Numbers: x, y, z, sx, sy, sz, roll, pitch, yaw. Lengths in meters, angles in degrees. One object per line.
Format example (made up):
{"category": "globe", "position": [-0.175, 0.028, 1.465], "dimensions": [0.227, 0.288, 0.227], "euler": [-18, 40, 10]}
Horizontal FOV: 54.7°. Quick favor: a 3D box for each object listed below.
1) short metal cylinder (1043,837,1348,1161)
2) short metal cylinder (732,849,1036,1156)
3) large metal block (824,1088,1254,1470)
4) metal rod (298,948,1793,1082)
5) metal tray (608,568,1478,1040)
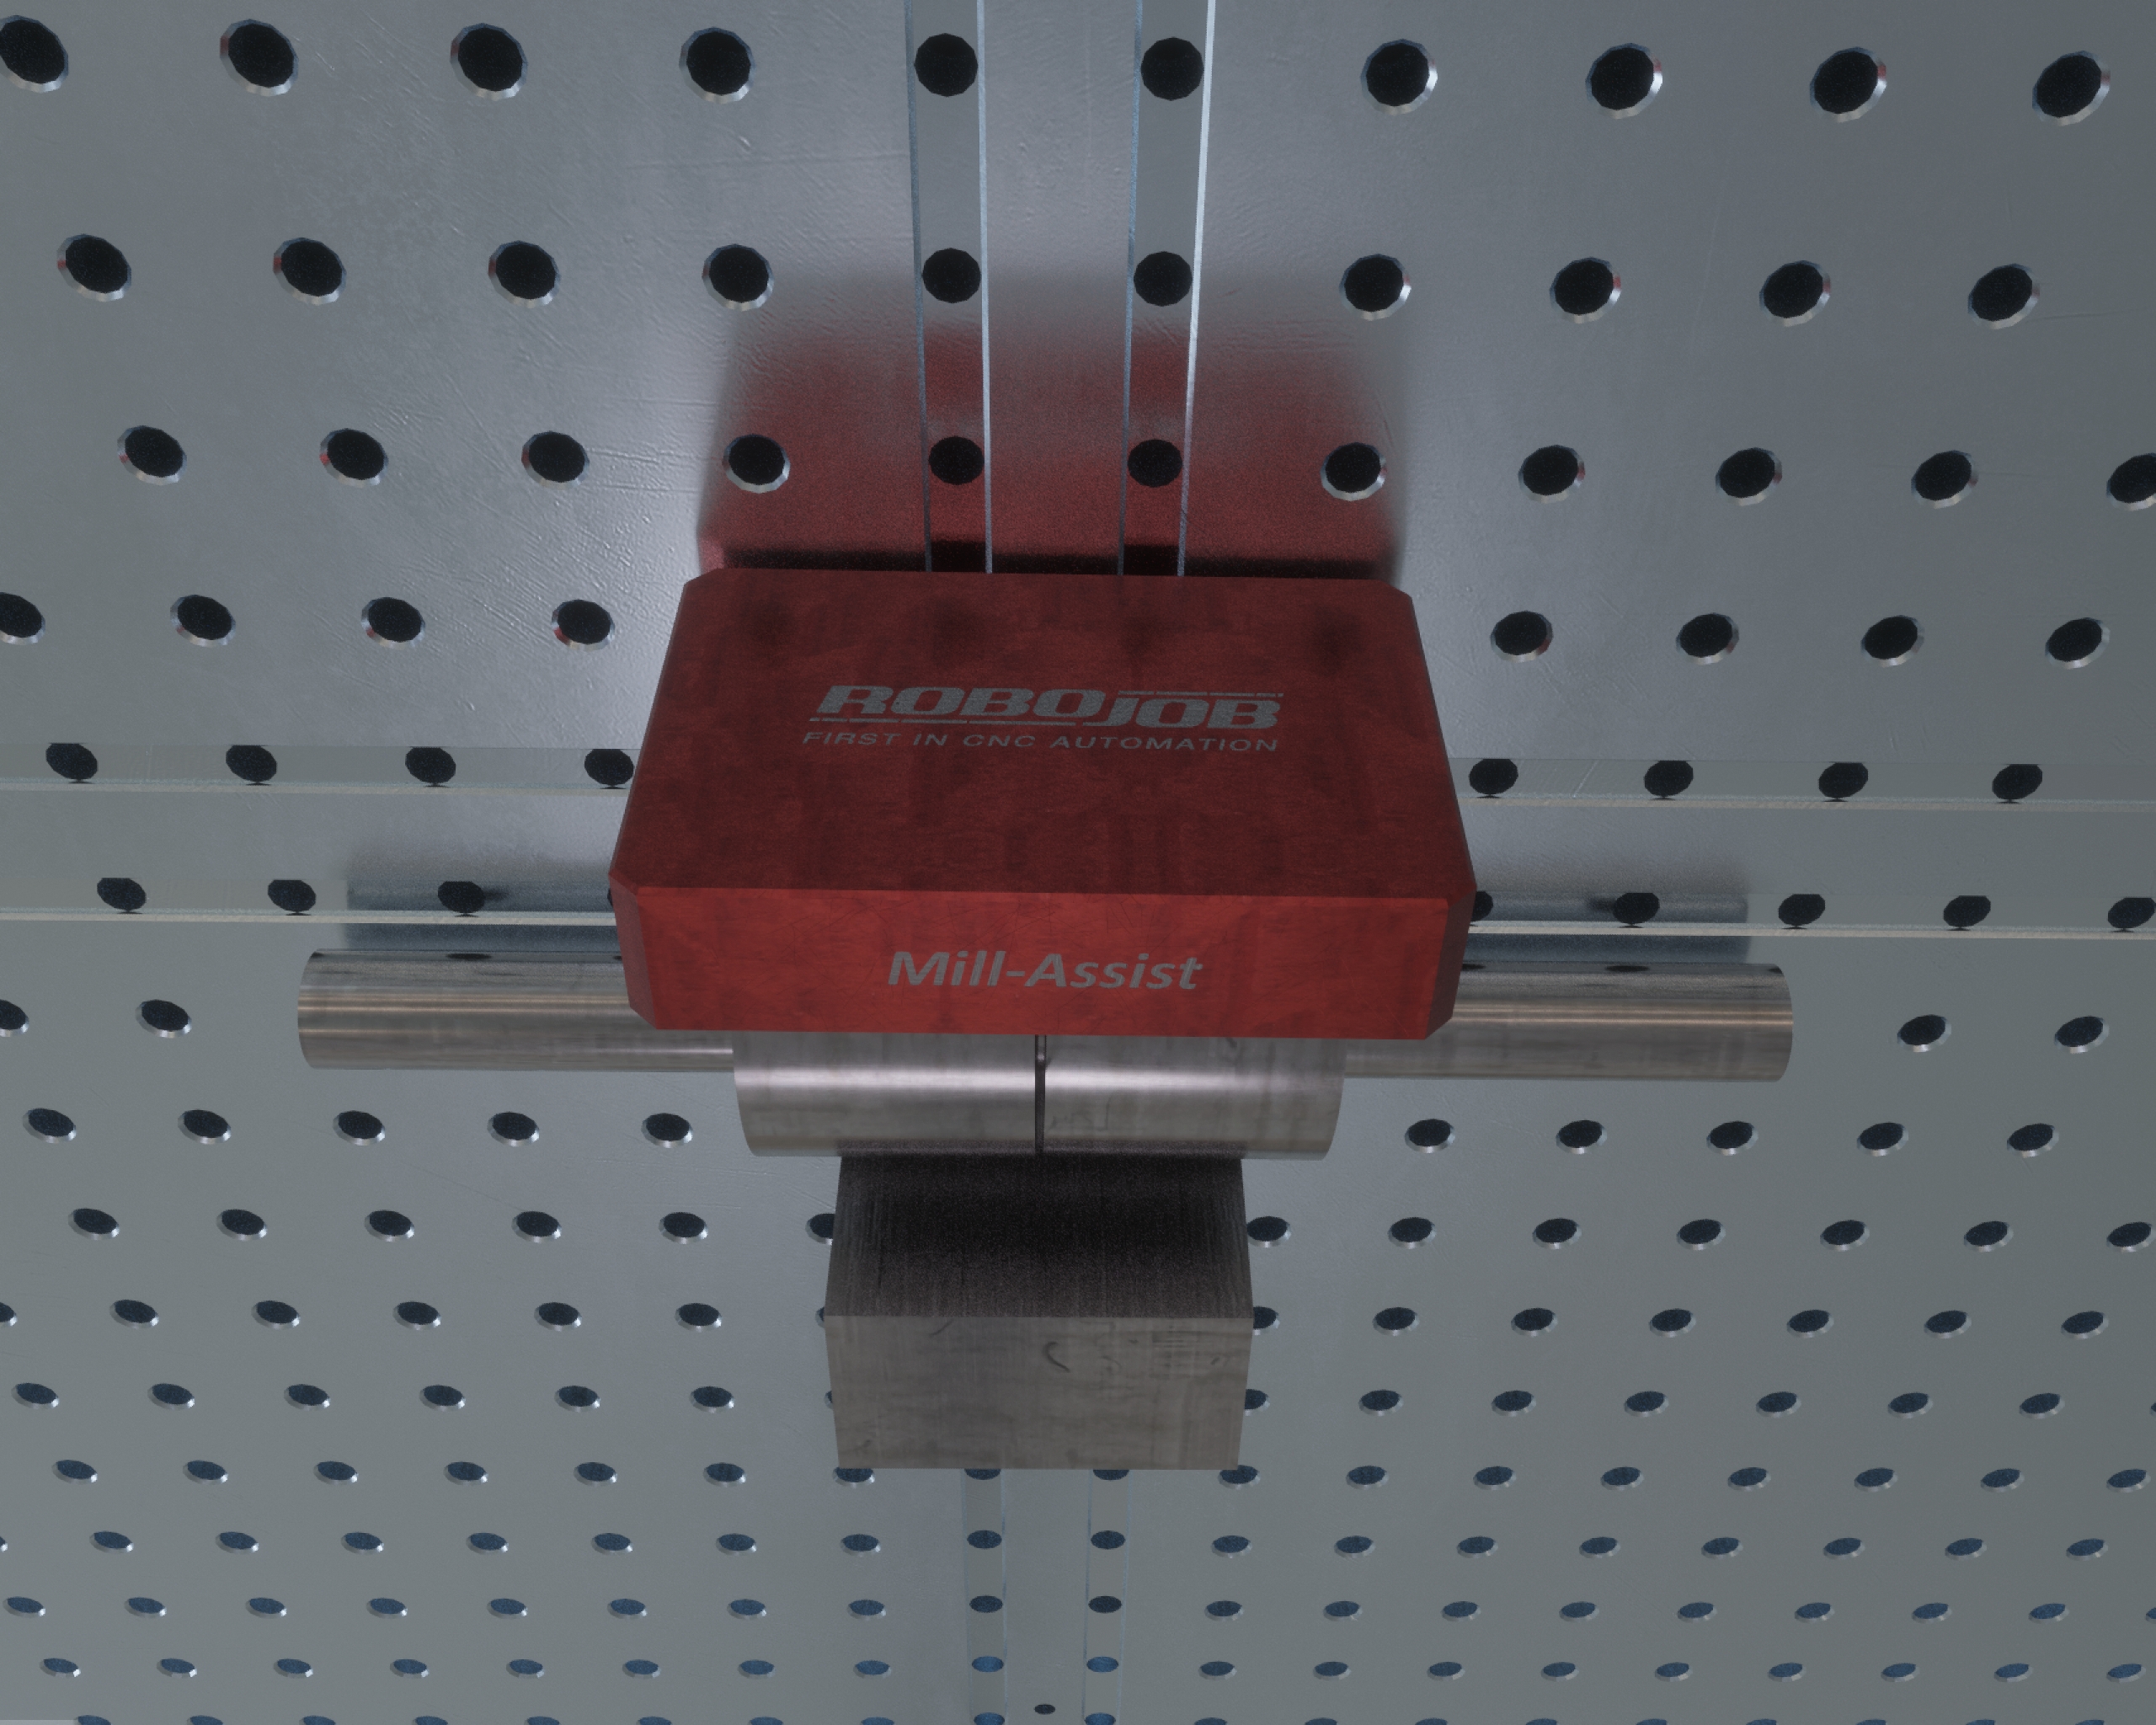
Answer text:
{"category": "short metal cylinder", "position": [0.020, 0.014, 0.384], "dimensions": [0.050, 0.080, 0.079], "euler": [1, 130, -1]}
{"category": "short metal cylinder", "position": [-0.033, 0.014, 0.384], "dimensions": [0.050, 0.080, 0.079], "euler": [0, 130, -1]}
{"category": "large metal block", "position": [-0.008, 0.078, 0.437], "dimensions": [0.081, 0.080, 0.050], "euler": [1, 130, -1]}
{"category": "metal rod", "position": [-0.006, 0.032, 0.434], "dimensions": [0.302, 0.025, 0.025], "euler": [1, 130, -1]}
{"category": "metal tray", "position": [-0.005, -0.012, 0.353], "dimensions": [0.131, 0.090, 0.030], "euler": [1, 130, -1]}
